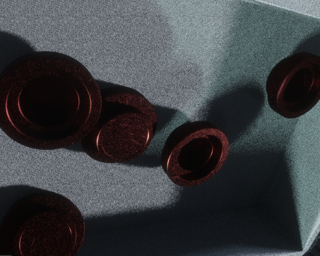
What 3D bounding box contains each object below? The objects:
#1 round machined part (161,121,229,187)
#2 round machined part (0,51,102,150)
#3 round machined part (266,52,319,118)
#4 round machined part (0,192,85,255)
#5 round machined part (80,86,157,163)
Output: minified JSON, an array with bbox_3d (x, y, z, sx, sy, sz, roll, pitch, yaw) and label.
[{"bbox_3d":[0.045,0.032,0.442,0.099,0.042,0.097,-14,124,-21],"label":"round machined part"},{"bbox_3d":[-0.113,-0.030,0.315,0.099,0.042,0.097,-11,121,-19],"label":"round machined part"},{"bbox_3d":[0.200,-0.067,0.465,0.099,0.042,0.097,-14,124,-21],"label":"round machined part"},{"bbox_3d":[-0.140,0.130,0.375,0.099,0.042,0.097,0,89,-28],"label":"round machined part"},{"bbox_3d":[-0.048,0.003,0.373,0.099,0.042,0.097,-14,124,-21],"label":"round machined part"}]
